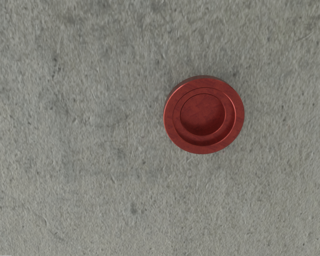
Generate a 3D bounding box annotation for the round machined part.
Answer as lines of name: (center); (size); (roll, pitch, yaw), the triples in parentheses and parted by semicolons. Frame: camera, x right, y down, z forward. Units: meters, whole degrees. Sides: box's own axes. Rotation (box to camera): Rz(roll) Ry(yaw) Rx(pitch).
round machined part: (0.053, -0.019, 0.395); (0.099, 0.042, 0.097); (0, 110, -1)
